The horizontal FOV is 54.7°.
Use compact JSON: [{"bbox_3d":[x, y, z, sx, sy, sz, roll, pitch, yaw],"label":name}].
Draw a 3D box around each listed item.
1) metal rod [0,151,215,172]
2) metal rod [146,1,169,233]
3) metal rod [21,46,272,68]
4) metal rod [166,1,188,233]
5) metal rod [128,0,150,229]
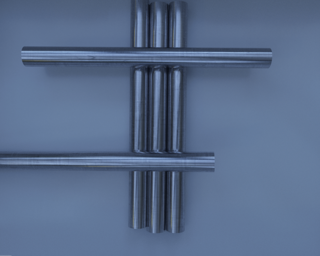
[{"bbox_3d":[-0.084,0.042,0.391,0.302,0.025,0.025,0,90,7],"label":"metal rod"},{"bbox_3d":[-0.003,-0.014,0.410,0.025,0.025,0.298,1,90,0],"label":"metal rod"},{"bbox_3d":[-0.016,-0.088,0.385,0.302,0.025,0.025,0,90,0],"label":"metal rod"},{"bbox_3d":[0.022,-0.014,0.410,0.025,0.025,0.298,1,90,0],"label":"metal rod"},{"bbox_3d":[-0.028,-0.019,0.410,0.025,0.025,0.298,1,90,0],"label":"metal rod"}]
